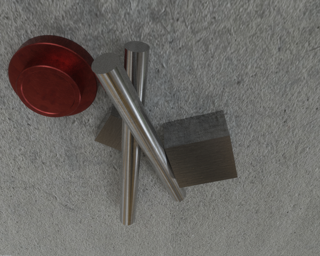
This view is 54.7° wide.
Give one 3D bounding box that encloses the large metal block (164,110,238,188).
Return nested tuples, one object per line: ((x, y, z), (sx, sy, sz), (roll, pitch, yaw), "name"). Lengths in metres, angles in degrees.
((0.055, 0.030, 0.417), (0.080, 0.050, 0.080), (-12, 129, 10), "large metal block")

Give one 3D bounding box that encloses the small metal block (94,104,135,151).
((-0.051, 0.002, 0.408), (0.050, 0.025, 0.050), (24, 126, -20), "small metal block")

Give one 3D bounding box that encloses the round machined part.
((-0.121, -0.051, 0.351), (0.099, 0.042, 0.097), (-1, 130, 0), "round machined part")

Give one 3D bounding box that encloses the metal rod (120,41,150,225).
((-0.037, 0.033, 0.401), (0.025, 0.025, 0.298), (4, 130, -4), "metal rod")

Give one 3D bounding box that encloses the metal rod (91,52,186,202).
((-0.008, 0.026, 0.380), (0.025, 0.025, 0.299), (-12, 144, 10), "metal rod")
